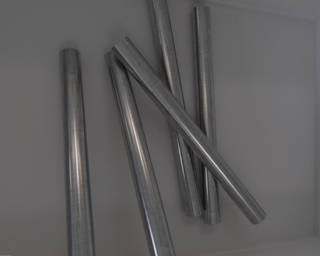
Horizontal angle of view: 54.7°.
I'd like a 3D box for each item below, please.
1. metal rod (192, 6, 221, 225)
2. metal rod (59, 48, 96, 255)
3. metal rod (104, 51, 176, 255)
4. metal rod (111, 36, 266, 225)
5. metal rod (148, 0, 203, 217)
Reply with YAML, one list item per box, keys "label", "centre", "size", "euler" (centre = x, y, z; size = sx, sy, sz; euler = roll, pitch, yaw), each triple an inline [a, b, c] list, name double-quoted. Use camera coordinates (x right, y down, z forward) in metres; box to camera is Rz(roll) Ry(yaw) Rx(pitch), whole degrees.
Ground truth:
- label: "metal rod"
  centre: [0.065, -0.016, 0.434]
  size: [0.025, 0.025, 0.298]
  euler: [-4, 91, -20]
- label: "metal rod"
  centre: [-0.084, 0.048, 0.315]
  size: [0.025, 0.025, 0.299]
  euler: [-1, 66, -20]
- label: "metal rod"
  centre: [-0.020, 0.045, 0.340]
  size: [0.025, 0.025, 0.299]
  euler: [-8, 69, -20]
- label: "metal rod"
  centre: [0.044, 0.012, 0.398]
  size: [0.025, 0.025, 0.300]
  euler: [-43, 104, -15]
- label: "metal rod"
  centre: [0.021, -0.029, 0.418]
  size: [0.025, 0.025, 0.298]
  euler: [-11, 94, -20]
